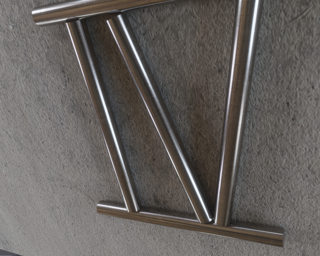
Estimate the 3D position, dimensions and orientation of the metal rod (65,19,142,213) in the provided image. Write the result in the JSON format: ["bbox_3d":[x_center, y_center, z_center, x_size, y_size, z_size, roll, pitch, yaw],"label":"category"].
[{"bbox_3d":[-0.073,-0.001,0.443,0.025,0.025,0.298,1,119,27],"label":"metal rod"}]

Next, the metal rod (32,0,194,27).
[{"bbox_3d":[-0.021,-0.140,0.331,0.301,0.025,0.025,1,119,27],"label":"metal rod"}]

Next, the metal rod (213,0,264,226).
[{"bbox_3d":[0.086,0.002,0.362,0.025,0.025,0.298,12,124,21],"label":"metal rod"}]

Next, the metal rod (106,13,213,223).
[{"bbox_3d":[0.008,0.001,0.403,0.025,0.025,0.299,-12,113,33],"label":"metal rod"}]

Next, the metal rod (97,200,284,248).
[{"bbox_3d":[0.030,0.143,0.478,0.301,0.025,0.025,1,119,27],"label":"metal rod"}]
